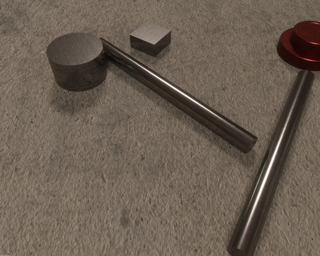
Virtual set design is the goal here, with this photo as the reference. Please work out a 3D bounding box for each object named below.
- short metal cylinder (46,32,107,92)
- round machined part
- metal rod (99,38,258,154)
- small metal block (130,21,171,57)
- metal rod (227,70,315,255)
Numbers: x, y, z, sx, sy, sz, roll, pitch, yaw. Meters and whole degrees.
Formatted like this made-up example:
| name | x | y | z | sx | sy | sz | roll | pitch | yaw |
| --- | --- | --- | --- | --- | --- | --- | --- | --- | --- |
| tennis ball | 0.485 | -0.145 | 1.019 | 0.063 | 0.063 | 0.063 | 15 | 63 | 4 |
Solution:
| name | x | y | z | sx | sy | sz | roll | pitch | yaw |
| --- | --- | --- | --- | --- | --- | --- | --- | --- | --- |
| short metal cylinder | -0.124 | -0.101 | 0.470 | 0.081 | 0.050 | 0.080 | 0 | 50 | 0 |
| round machined part | 0.251 | -0.142 | 0.515 | 0.099 | 0.042 | 0.098 | 0 | 50 | 0 |
| metal rod | 0.007 | -0.059 | 0.452 | 0.300 | 0.025 | 0.025 | 37 | 59 | 26 |
| small metal block | -0.016 | -0.153 | 0.532 | 0.050 | 0.025 | 0.050 | 28 | 55 | 21 |
| metal rod | 0.149 | 0.022 | 0.386 | 0.025 | 0.025 | 0.301 | 23 | 53 | 18 |
